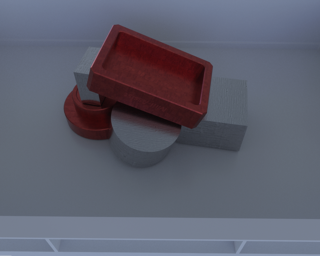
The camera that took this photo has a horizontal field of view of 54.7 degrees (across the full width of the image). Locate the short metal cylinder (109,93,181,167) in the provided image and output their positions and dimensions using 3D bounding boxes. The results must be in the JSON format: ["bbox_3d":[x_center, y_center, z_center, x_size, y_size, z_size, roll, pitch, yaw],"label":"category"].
[{"bbox_3d":[-0.020,0.001,0.371,0.081,0.050,0.080,6,63,-11],"label":"short metal cylinder"}]

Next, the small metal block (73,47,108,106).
[{"bbox_3d":[-0.081,-0.064,0.385,0.025,0.050,0.050,10,51,8],"label":"small metal block"}]

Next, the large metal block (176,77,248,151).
[{"bbox_3d":[0.068,-0.022,0.404,0.080,0.050,0.080,8,50,6],"label":"large metal block"}]

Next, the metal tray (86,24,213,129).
[{"bbox_3d":[-0.007,-0.061,0.359,0.131,0.030,0.090,20,50,-8],"label":"metal tray"}]

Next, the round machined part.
[{"bbox_3d":[-0.081,-0.035,0.420,0.099,0.042,0.098,0,50,0],"label":"round machined part"}]
